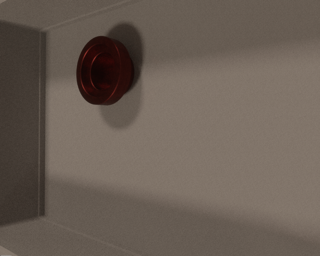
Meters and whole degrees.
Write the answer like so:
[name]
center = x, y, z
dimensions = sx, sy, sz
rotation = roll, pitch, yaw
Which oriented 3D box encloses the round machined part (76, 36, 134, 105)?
[round machined part]
center = -0.076, -0.082, 0.456
dimensions = 0.098, 0.042, 0.097
rotation = 0, 90, 39
